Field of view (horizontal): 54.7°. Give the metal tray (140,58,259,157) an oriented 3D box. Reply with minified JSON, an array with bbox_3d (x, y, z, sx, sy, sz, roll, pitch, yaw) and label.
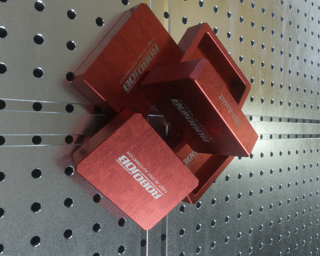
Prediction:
[{"bbox_3d":[0.047,-0.019,0.368,0.130,0.090,0.030,48,61,-30],"label":"metal tray"}]

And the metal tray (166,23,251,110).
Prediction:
[{"bbox_3d":[0.069,-0.065,0.426,0.130,0.030,0.090,44,64,-32],"label":"metal tray"}]

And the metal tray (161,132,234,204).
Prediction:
[{"bbox_3d":[0.059,0.035,0.456,0.131,0.030,0.090,-41,115,-32],"label":"metal tray"}]

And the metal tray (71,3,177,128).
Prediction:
[{"bbox_3d":[-0.033,-0.075,0.379,0.090,0.030,0.130,47,62,-30],"label":"metal tray"}]

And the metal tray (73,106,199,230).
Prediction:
[{"bbox_3d":[-0.024,0.050,0.363,0.090,0.030,0.130,-42,119,-4],"label":"metal tray"}]
